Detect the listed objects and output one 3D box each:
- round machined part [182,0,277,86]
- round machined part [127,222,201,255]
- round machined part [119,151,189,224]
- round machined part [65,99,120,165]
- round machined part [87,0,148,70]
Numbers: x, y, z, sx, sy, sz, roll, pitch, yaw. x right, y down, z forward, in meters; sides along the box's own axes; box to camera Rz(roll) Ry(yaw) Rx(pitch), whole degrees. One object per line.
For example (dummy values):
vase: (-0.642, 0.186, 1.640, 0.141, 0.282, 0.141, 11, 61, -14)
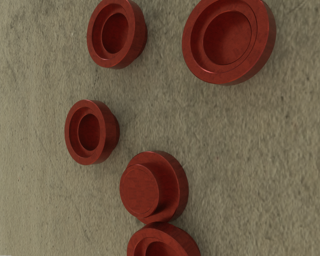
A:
round machined part: (0.075, -0.094, 0.331, 0.098, 0.042, 0.097, 0, 90, 39)
round machined part: (0.011, 0.160, 0.376, 0.098, 0.042, 0.097, 7, 103, 34)
round machined part: (-0.015, 0.079, 0.404, 0.098, 0.042, 0.097, 0, 90, 39)
round machined part: (-0.100, 0.006, 0.473, 0.098, 0.042, 0.097, 0, 90, 39)
round machined part: (-0.056, -0.131, 0.438, 0.098, 0.042, 0.097, 0, 90, 39)
